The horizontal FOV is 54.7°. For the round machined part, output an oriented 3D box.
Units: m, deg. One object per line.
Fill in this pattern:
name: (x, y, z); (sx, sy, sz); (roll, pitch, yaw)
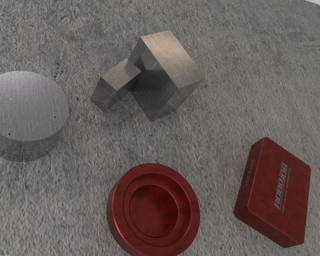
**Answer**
round machined part: (-0.010, 0.091, 0.332); (0.099, 0.042, 0.098); (14, 56, -21)

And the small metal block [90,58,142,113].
small metal block: (-0.056, -0.053, 0.390); (0.025, 0.050, 0.050); (43, 51, 1)

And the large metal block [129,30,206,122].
large metal block: (0.000, -0.067, 0.410); (0.050, 0.080, 0.080); (-26, 76, -37)

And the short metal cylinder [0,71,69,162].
short metal cylinder: (-0.140, -0.012, 0.319); (0.081, 0.050, 0.080); (14, 56, -21)

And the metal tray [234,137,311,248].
metal tray: (0.162, 0.086, 0.435); (0.090, 0.030, 0.130); (34, 51, -6)
